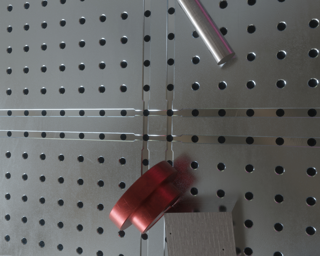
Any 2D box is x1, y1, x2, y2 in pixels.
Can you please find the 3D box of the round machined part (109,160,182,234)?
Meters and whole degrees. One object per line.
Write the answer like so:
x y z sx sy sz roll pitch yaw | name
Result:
-0.011 0.089 0.378 0.042 0.098 0.098 43 103 15 | round machined part

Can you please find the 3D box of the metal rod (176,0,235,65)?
0.008 -0.213 0.409 0.025 0.025 0.299 -33 79 17 | metal rod

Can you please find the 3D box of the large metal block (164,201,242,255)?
0.055 0.137 0.380 0.080 0.050 0.080 -7 88 19 | large metal block
